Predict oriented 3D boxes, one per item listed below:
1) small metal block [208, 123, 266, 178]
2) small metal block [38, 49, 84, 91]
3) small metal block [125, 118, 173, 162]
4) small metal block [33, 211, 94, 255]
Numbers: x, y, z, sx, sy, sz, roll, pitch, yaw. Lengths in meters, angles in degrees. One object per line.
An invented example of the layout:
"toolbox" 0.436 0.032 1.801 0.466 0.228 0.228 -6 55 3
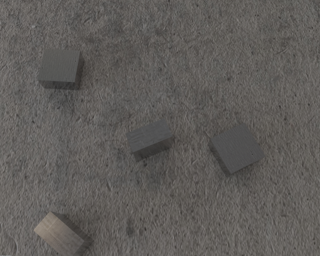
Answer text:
"small metal block" 0.097 0.028 0.398 0.050 0.025 0.050 -25 72 -9
"small metal block" -0.138 -0.082 0.437 0.050 0.025 0.050 4 70 1
"small metal block" -0.013 0.017 0.389 0.050 0.050 0.025 -22 72 -8
"small metal block" -0.107 0.122 0.349 0.050 0.050 0.025 36 74 12
